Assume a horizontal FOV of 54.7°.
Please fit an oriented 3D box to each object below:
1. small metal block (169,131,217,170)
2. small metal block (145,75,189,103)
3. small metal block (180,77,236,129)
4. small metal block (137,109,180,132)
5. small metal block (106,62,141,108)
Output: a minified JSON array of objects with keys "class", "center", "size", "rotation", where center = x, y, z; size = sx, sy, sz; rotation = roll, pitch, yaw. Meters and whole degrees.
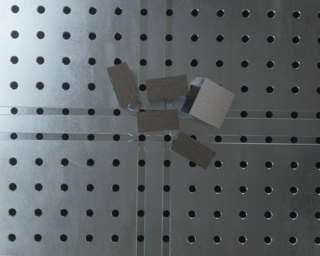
[{"class":"small metal block","center":[0.041,0.027,0.401],"size":[0.050,0.050,0.025],"rotation":[31,90,-1]},{"class":"small metal block","center":[0.009,-0.049,0.401],"size":[0.050,0.050,0.025],"rotation":[-7,90,0]},{"class":"small metal block","center":[0.063,-0.033,0.406],"size":[0.050,0.025,0.050],"rotation":[25,90,-24]},{"class":"small metal block","center":[-0.002,-0.009,0.401],"size":[0.050,0.050,0.025],"rotation":[-4,90,-1]},{"class":"small metal block","center":[-0.045,-0.053,0.400],"size":[0.025,0.050,0.050],"rotation":[-19,90,0]}]
